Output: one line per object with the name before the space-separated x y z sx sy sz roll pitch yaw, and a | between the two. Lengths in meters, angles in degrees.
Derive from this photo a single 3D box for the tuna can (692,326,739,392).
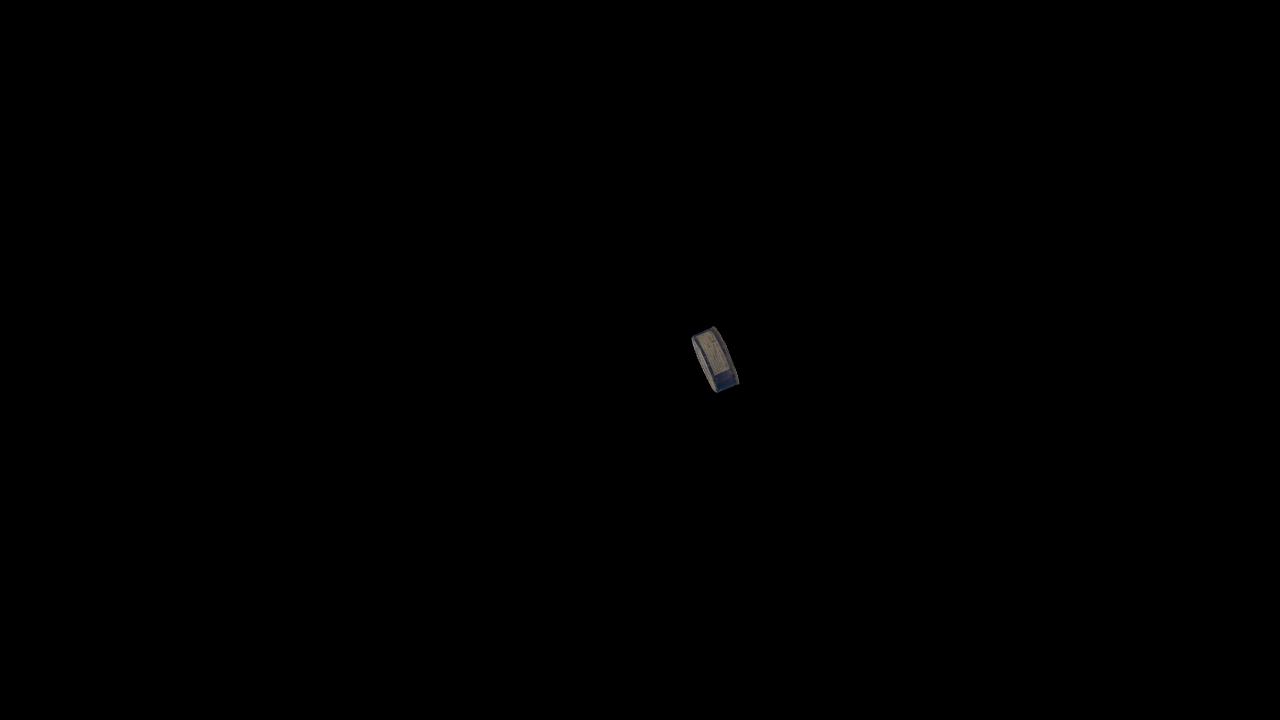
tuna can | 0.099 0.000 0.814 0.034 0.084 0.084 -23 0 1
